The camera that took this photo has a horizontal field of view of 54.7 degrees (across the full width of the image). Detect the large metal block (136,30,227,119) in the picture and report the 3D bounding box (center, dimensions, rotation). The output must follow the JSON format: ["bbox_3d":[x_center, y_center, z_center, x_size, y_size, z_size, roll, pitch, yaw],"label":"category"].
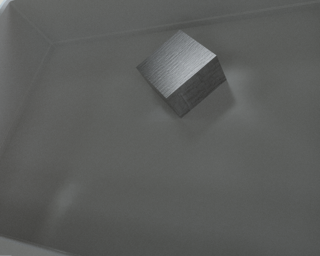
[{"bbox_3d":[0.028,-0.074,0.419,0.080,0.050,0.080,-41,51,0],"label":"large metal block"}]
